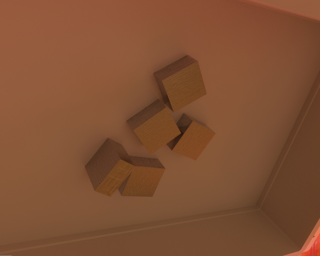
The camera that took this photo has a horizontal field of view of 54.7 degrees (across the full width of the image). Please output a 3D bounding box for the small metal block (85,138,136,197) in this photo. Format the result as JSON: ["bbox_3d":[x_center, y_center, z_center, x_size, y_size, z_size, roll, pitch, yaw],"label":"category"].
[{"bbox_3d":[-0.064,0.049,0.389,0.025,0.050,0.050,33,99,-39],"label":"small metal block"}]

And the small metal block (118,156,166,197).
[{"bbox_3d":[-0.028,0.069,0.438,0.050,0.025,0.050,10,113,-33],"label":"small metal block"}]

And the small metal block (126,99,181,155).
[{"bbox_3d":[-0.007,-0.001,0.406,0.050,0.025,0.050,-35,129,-5],"label":"small metal block"}]

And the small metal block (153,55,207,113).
[{"bbox_3d":[0.026,-0.056,0.390,0.050,0.025,0.050,-30,129,-9],"label":"small metal block"}]

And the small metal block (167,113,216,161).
[{"bbox_3d":[0.043,0.013,0.442,0.050,0.025,0.050,25,104,-37],"label":"small metal block"}]
